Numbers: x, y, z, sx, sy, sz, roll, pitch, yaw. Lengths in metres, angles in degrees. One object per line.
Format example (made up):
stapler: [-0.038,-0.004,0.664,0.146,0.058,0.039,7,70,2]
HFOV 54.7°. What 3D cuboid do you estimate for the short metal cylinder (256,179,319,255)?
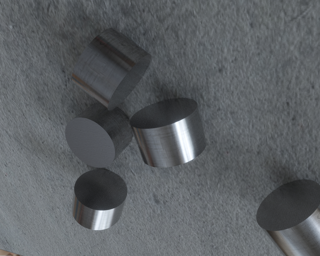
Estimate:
short metal cylinder: [0.159,0.104,0.352,0.080,0.080,0.050,-32,101,38]

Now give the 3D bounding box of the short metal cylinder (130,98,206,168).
short metal cylinder: [0.010,0.004,0.367,0.080,0.080,0.050,-3,117,29]

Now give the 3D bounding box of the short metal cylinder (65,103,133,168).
short metal cylinder: [-0.085,0.009,0.440,0.080,0.050,0.079,13,124,20]

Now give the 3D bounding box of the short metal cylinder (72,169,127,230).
short metal cylinder: [-0.096,0.112,0.489,0.080,0.080,0.050,26,127,11]

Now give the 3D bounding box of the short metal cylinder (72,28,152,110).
short metal cylinder: [-0.054,-0.067,0.357,0.050,0.080,0.080,38,129,2]
